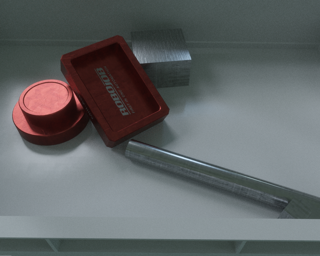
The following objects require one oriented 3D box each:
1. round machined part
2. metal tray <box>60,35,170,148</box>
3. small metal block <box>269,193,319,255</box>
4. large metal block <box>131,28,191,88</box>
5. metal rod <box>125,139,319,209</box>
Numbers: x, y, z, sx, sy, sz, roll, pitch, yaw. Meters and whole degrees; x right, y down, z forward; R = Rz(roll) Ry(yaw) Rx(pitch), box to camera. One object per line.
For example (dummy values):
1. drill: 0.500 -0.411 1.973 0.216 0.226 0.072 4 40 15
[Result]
1. round machined part: -0.147 -0.028 0.415 0.099 0.042 0.098 0 50 0
2. metal tray: -0.059 -0.050 0.408 0.091 0.030 0.130 -29 81 -24
3. small metal block: 0.143 0.101 0.306 0.025 0.050 0.050 -36 59 -26
4. large metal block: -0.001 -0.107 0.479 0.081 0.050 0.080 -6 50 -5
5. metal rod: 0.103 0.067 0.349 0.301 0.025 0.025 17 52 13
